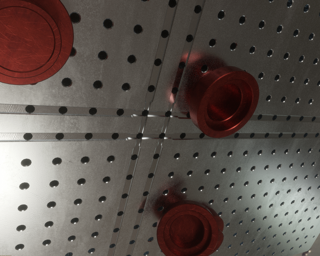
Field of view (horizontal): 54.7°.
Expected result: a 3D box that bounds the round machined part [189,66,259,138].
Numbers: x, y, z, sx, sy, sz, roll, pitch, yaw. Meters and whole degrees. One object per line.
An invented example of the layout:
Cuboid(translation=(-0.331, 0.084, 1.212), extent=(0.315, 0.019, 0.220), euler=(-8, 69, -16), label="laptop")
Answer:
Cuboid(translation=(0.083, -0.038, 0.424), extent=(0.099, 0.042, 0.097), euler=(-14, 125, -21), label="round machined part")

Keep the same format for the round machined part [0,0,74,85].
Cuboid(translation=(-0.128, -0.084, 0.279), extent=(0.099, 0.042, 0.097), euler=(-14, 125, -21), label="round machined part")

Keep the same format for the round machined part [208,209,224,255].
Cuboid(translation=(0.077, 0.200, 0.569), extent=(0.099, 0.042, 0.097), euler=(-14, 125, -21), label="round machined part")

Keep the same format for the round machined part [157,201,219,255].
Cuboid(translation=(0.043, 0.167, 0.509), extent=(0.099, 0.042, 0.097), euler=(0, 92, -3), label="round machined part")
